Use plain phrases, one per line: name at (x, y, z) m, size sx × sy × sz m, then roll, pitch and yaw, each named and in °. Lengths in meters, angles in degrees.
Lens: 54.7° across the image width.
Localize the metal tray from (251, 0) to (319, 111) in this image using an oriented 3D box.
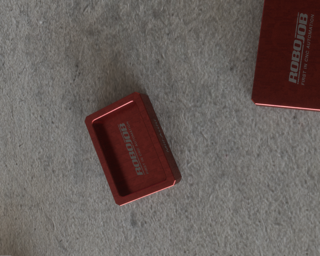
metal tray at (0.159, -0.086, 0.351) m, size 0.090 × 0.030 × 0.129 m, roll 8°, pitch 93°, yaw 19°

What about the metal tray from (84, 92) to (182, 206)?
metal tray at (-0.037, 0.028, 0.418) m, size 0.090 × 0.030 × 0.129 m, roll -25°, pitch 82°, yaw 18°
